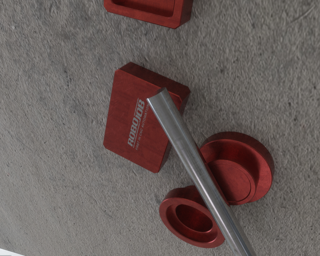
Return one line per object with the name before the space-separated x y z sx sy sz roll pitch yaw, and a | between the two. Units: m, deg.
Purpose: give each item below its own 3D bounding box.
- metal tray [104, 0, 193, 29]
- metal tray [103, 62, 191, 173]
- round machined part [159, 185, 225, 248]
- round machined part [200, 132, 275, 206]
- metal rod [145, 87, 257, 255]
metal tray | -0.007 -0.173 0.300 0.090 0.030 0.129 20 126 16
metal tray | -0.022 -0.010 0.409 0.090 0.030 0.129 26 128 12
round machined part | 0.052 0.120 0.438 0.098 0.042 0.097 17 132 21
round machined part | 0.088 0.057 0.385 0.098 0.042 0.097 13 124 21
metal rod | 0.067 0.088 0.371 0.025 0.025 0.299 -18 109 35
